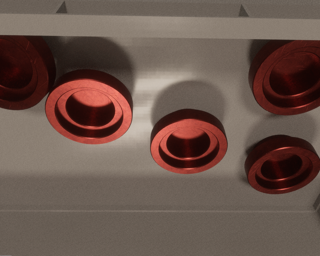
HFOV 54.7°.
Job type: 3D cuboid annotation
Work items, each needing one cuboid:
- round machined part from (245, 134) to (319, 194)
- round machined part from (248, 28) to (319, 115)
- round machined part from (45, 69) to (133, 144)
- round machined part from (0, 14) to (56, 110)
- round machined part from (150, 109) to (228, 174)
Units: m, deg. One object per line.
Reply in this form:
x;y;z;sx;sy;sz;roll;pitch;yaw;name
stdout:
0.170;0.048;0.441;0.099;0.042;0.097;-1;130;0;round machined part
0.148;-0.065;0.345;0.099;0.042;0.097;-1;130;0;round machined part
-0.082;-0.029;0.370;0.099;0.042;0.097;-2;132;-2;round machined part
-0.157;-0.071;0.328;0.099;0.042;0.097;4;124;6;round machined part
0.037;0.013;0.410;0.099;0.042;0.097;-1;130;0;round machined part
